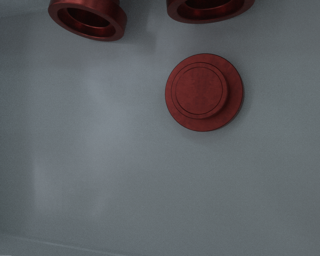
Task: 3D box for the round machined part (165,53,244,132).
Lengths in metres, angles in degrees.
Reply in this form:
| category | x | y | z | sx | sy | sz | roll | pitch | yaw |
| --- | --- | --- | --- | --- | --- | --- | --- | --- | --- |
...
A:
| category | x | y | z | sx | sy | sz | roll | pitch | yaw |
| --- | --- | --- | --- | --- | --- | --- | --- | --- | --- |
| round machined part | 0.052 | -0.044 | 0.383 | 0.098 | 0.042 | 0.097 | 0 | 90 | 20 |

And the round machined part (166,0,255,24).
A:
| category | x | y | z | sx | sy | sz | roll | pitch | yaw |
| --- | --- | --- | --- | --- | --- | --- | --- | --- | --- |
| round machined part | 0.055 | -0.157 | 0.352 | 0.098 | 0.098 | 0.042 | -5 | 88 | 20 |

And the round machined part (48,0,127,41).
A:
| category | x | y | z | sx | sy | sz | roll | pitch | yaw |
| --- | --- | --- | --- | --- | --- | --- | --- | --- | --- |
| round machined part | -0.091 | -0.155 | 0.405 | 0.098 | 0.098 | 0.042 | 9 | 81 | 20 |
